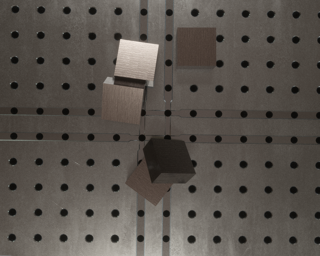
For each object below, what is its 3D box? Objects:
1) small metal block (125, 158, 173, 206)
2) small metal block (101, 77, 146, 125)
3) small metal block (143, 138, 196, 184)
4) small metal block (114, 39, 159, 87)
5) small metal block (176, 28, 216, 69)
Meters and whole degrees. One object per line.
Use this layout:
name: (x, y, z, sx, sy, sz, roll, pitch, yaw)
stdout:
small metal block: (-0.010, 0.067, 0.413, 0.050, 0.025, 0.050, 37, 90, -1)
small metal block: (-0.047, -0.035, 0.403, 0.050, 0.025, 0.050, 8, 117, -1)
small metal block: (0.011, 0.042, 0.391, 0.050, 0.025, 0.050, 7, 49, -31)
small metal block: (-0.030, -0.085, 0.409, 0.050, 0.025, 0.050, 8, 80, -1)
small metal block: (0.048, -0.106, 0.414, 0.050, 0.025, 0.050, 0, 90, -1)
